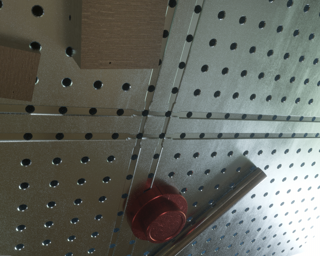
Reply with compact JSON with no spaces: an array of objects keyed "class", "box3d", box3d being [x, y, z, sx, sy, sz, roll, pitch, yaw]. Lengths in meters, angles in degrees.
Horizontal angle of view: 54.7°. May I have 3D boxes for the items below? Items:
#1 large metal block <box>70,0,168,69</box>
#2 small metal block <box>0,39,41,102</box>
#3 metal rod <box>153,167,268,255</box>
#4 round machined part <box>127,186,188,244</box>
[{"class":"large metal block","box3d":[-0.043,-0.105,0.308,0.081,0.050,0.079,-6,121,-26]},{"class":"small metal block","box3d":[-0.147,-0.056,0.297,0.050,0.025,0.050,7,115,-32]},{"class":"metal rod","box3d":[0.072,0.177,0.562,0.300,0.025,0.025,-40,130,-2]},{"class":"round machined part","box3d":[0.002,0.143,0.492,0.099,0.042,0.097,-14,125,-21]}]
